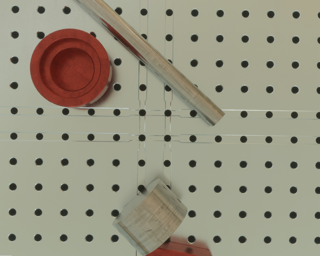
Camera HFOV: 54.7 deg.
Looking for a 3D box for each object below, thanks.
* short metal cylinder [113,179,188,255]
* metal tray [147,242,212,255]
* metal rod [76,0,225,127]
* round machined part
[{"bbox_3d":[-0.012,0.109,0.386,0.080,0.080,0.050,-43,91,0],"label":"short metal cylinder"},{"bbox_3d":[0.015,0.223,0.411,0.091,0.030,0.129,12,90,-1],"label":"metal tray"},{"bbox_3d":[-0.032,-0.113,0.412,0.300,0.025,0.025,43,90,-1],"label":"metal rod"},{"bbox_3d":[-0.112,-0.075,0.403,0.099,0.042,0.097,0,90,-1],"label":"round machined part"}]
